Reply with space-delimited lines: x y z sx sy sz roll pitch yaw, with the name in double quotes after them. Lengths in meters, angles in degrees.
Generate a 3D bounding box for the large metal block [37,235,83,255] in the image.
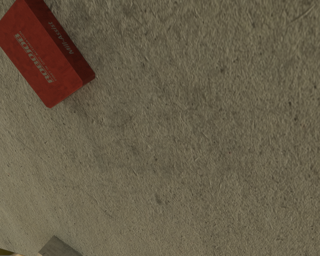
-0.229 0.302 0.699 0.080 0.050 0.079 32 129 7 "large metal block"

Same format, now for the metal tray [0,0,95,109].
-0.160 -0.101 0.426 0.090 0.030 0.130 -25 105 37 "metal tray"
